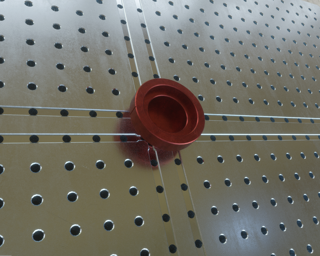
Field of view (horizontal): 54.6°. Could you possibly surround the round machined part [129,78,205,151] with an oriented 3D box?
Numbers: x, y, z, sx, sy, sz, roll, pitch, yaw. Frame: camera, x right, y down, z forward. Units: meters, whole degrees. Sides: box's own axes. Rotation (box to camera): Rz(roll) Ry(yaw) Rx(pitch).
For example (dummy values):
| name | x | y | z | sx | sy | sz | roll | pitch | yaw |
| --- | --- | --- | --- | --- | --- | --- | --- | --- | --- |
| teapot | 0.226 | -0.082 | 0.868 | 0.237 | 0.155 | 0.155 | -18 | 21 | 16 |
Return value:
| name | x | y | z | sx | sy | sz | roll | pitch | yaw |
| --- | --- | --- | --- | --- | --- | --- | --- | --- | --- |
| round machined part | 0.006 | -0.014 | 0.407 | 0.099 | 0.042 | 0.098 | 13 | 56 | -21 |
